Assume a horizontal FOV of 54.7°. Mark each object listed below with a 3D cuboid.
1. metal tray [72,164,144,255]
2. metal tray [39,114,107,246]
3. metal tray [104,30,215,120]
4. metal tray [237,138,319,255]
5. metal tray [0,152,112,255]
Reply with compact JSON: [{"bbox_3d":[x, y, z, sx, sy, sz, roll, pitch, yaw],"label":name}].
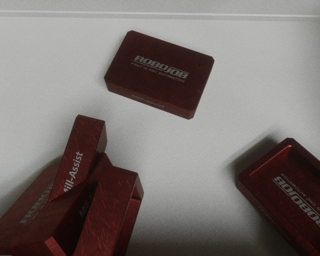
[{"bbox_3d":[-0.046,0.097,0.318,0.030,0.130,0.090,15,71,5],"label":"metal tray"},{"bbox_3d":[-0.093,0.060,0.350,0.030,0.090,0.130,14,70,-3],"label":"metal tray"},{"bbox_3d":[0.000,-0.076,0.435,0.131,0.030,0.090,20,71,7],"label":"metal tray"},{"bbox_3d":[0.166,0.083,0.361,0.090,0.030,0.130,-34,59,-12],"label":"metal tray"},{"bbox_3d":[-0.108,0.080,0.317,0.090,0.130,0.030,-16,114,21],"label":"metal tray"}]
